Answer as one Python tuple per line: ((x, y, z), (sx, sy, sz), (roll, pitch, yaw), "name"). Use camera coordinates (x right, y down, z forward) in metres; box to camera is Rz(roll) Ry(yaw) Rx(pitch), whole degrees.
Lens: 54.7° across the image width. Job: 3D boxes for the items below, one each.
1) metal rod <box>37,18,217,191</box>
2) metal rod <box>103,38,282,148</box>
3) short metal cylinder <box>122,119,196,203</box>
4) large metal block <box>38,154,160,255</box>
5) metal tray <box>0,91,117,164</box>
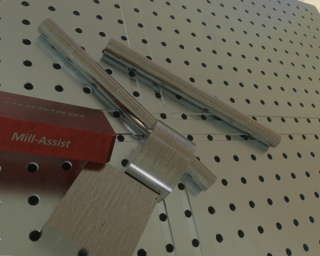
((-0.043, -0.031, 0.404), (0.300, 0.025, 0.025), (44, 51, 2), "metal rod")
((0.056, -0.048, 0.469), (0.301, 0.025, 0.025), (28, 52, -11), "metal rod")
((-0.004, 0.037, 0.349), (0.050, 0.080, 0.080), (34, 51, -5), "short metal cylinder")
((-0.059, 0.087, 0.308), (0.080, 0.050, 0.080), (34, 51, -7), "large metal block")
((-0.118, -0.004, 0.310), (0.131, 0.030, 0.090), (10, 15, -23), "metal tray")
